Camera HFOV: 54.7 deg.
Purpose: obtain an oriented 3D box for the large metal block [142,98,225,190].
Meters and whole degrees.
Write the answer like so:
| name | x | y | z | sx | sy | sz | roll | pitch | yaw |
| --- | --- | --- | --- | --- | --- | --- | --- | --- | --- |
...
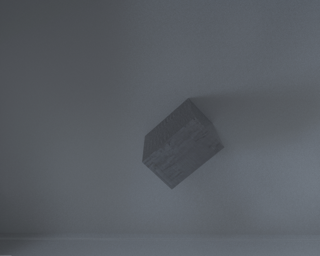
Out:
| name | x | y | z | sx | sy | sz | roll | pitch | yaw |
| --- | --- | --- | --- | --- | --- | --- | --- | --- | --- |
| large metal block | 0.026 | 0.017 | 0.389 | 0.080 | 0.080 | 0.050 | -41 | 105 | 13 |
